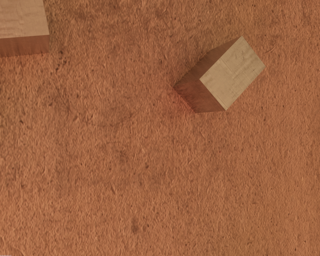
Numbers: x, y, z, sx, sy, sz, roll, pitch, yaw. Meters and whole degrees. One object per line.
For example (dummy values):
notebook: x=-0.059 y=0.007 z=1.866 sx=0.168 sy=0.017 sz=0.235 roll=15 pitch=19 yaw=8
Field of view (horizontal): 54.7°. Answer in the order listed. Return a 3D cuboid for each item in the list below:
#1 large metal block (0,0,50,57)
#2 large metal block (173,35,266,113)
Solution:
large metal block: x=-0.161 y=-0.107 z=0.320 sx=0.081 sy=0.080 sz=0.050 roll=-11 pitch=94 yaw=-20
large metal block: x=0.075 y=-0.066 z=0.407 sx=0.080 sy=0.080 sz=0.050 roll=-46 pitch=105 yaw=-14
